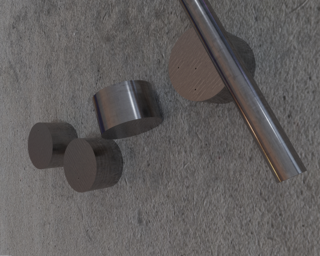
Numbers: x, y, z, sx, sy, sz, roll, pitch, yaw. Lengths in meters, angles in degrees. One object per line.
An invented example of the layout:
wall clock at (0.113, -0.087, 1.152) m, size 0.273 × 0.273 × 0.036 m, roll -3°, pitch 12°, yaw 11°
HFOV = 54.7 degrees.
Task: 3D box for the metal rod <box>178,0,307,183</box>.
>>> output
metal rod at (0.050, -0.090, 0.298) m, size 0.025 × 0.025 × 0.299 m, roll -37°, pitch 67°, yaw 34°

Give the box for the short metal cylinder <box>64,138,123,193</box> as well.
short metal cylinder at (-0.102, 0.055, 0.473) m, size 0.080 × 0.050 × 0.079 m, roll 0°, pitch 90°, yaw 40°

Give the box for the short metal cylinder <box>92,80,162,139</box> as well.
short metal cylinder at (-0.043, -0.022, 0.404) m, size 0.080 × 0.081 × 0.050 m, roll -27°, pitch 73°, yaw 37°

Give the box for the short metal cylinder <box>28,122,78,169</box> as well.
short metal cylinder at (-0.188, 0.030, 0.544) m, size 0.080 × 0.050 × 0.079 m, roll 0°, pitch 90°, yaw 40°

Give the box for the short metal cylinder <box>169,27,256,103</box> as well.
short metal cylinder at (0.057, -0.068, 0.342) m, size 0.080 × 0.050 × 0.079 m, roll 0°, pitch 90°, yaw 40°
